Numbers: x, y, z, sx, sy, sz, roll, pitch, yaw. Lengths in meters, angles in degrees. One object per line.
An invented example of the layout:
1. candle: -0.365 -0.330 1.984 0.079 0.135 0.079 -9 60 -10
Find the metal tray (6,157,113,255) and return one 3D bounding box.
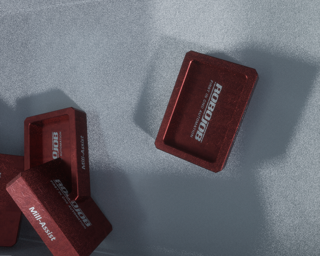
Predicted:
1. metal tray: -0.128 0.107 0.411 0.030 0.090 0.130 -38 87 16

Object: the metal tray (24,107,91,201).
1. metal tray: -0.150 0.042 0.448 0.090 0.030 0.129 -11 76 19

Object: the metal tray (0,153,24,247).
1. metal tray: -0.247 0.102 0.455 0.091 0.030 0.129 9 78 -17

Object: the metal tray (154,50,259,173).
1. metal tray: 0.057 -0.021 0.387 0.090 0.030 0.129 21 97 18
